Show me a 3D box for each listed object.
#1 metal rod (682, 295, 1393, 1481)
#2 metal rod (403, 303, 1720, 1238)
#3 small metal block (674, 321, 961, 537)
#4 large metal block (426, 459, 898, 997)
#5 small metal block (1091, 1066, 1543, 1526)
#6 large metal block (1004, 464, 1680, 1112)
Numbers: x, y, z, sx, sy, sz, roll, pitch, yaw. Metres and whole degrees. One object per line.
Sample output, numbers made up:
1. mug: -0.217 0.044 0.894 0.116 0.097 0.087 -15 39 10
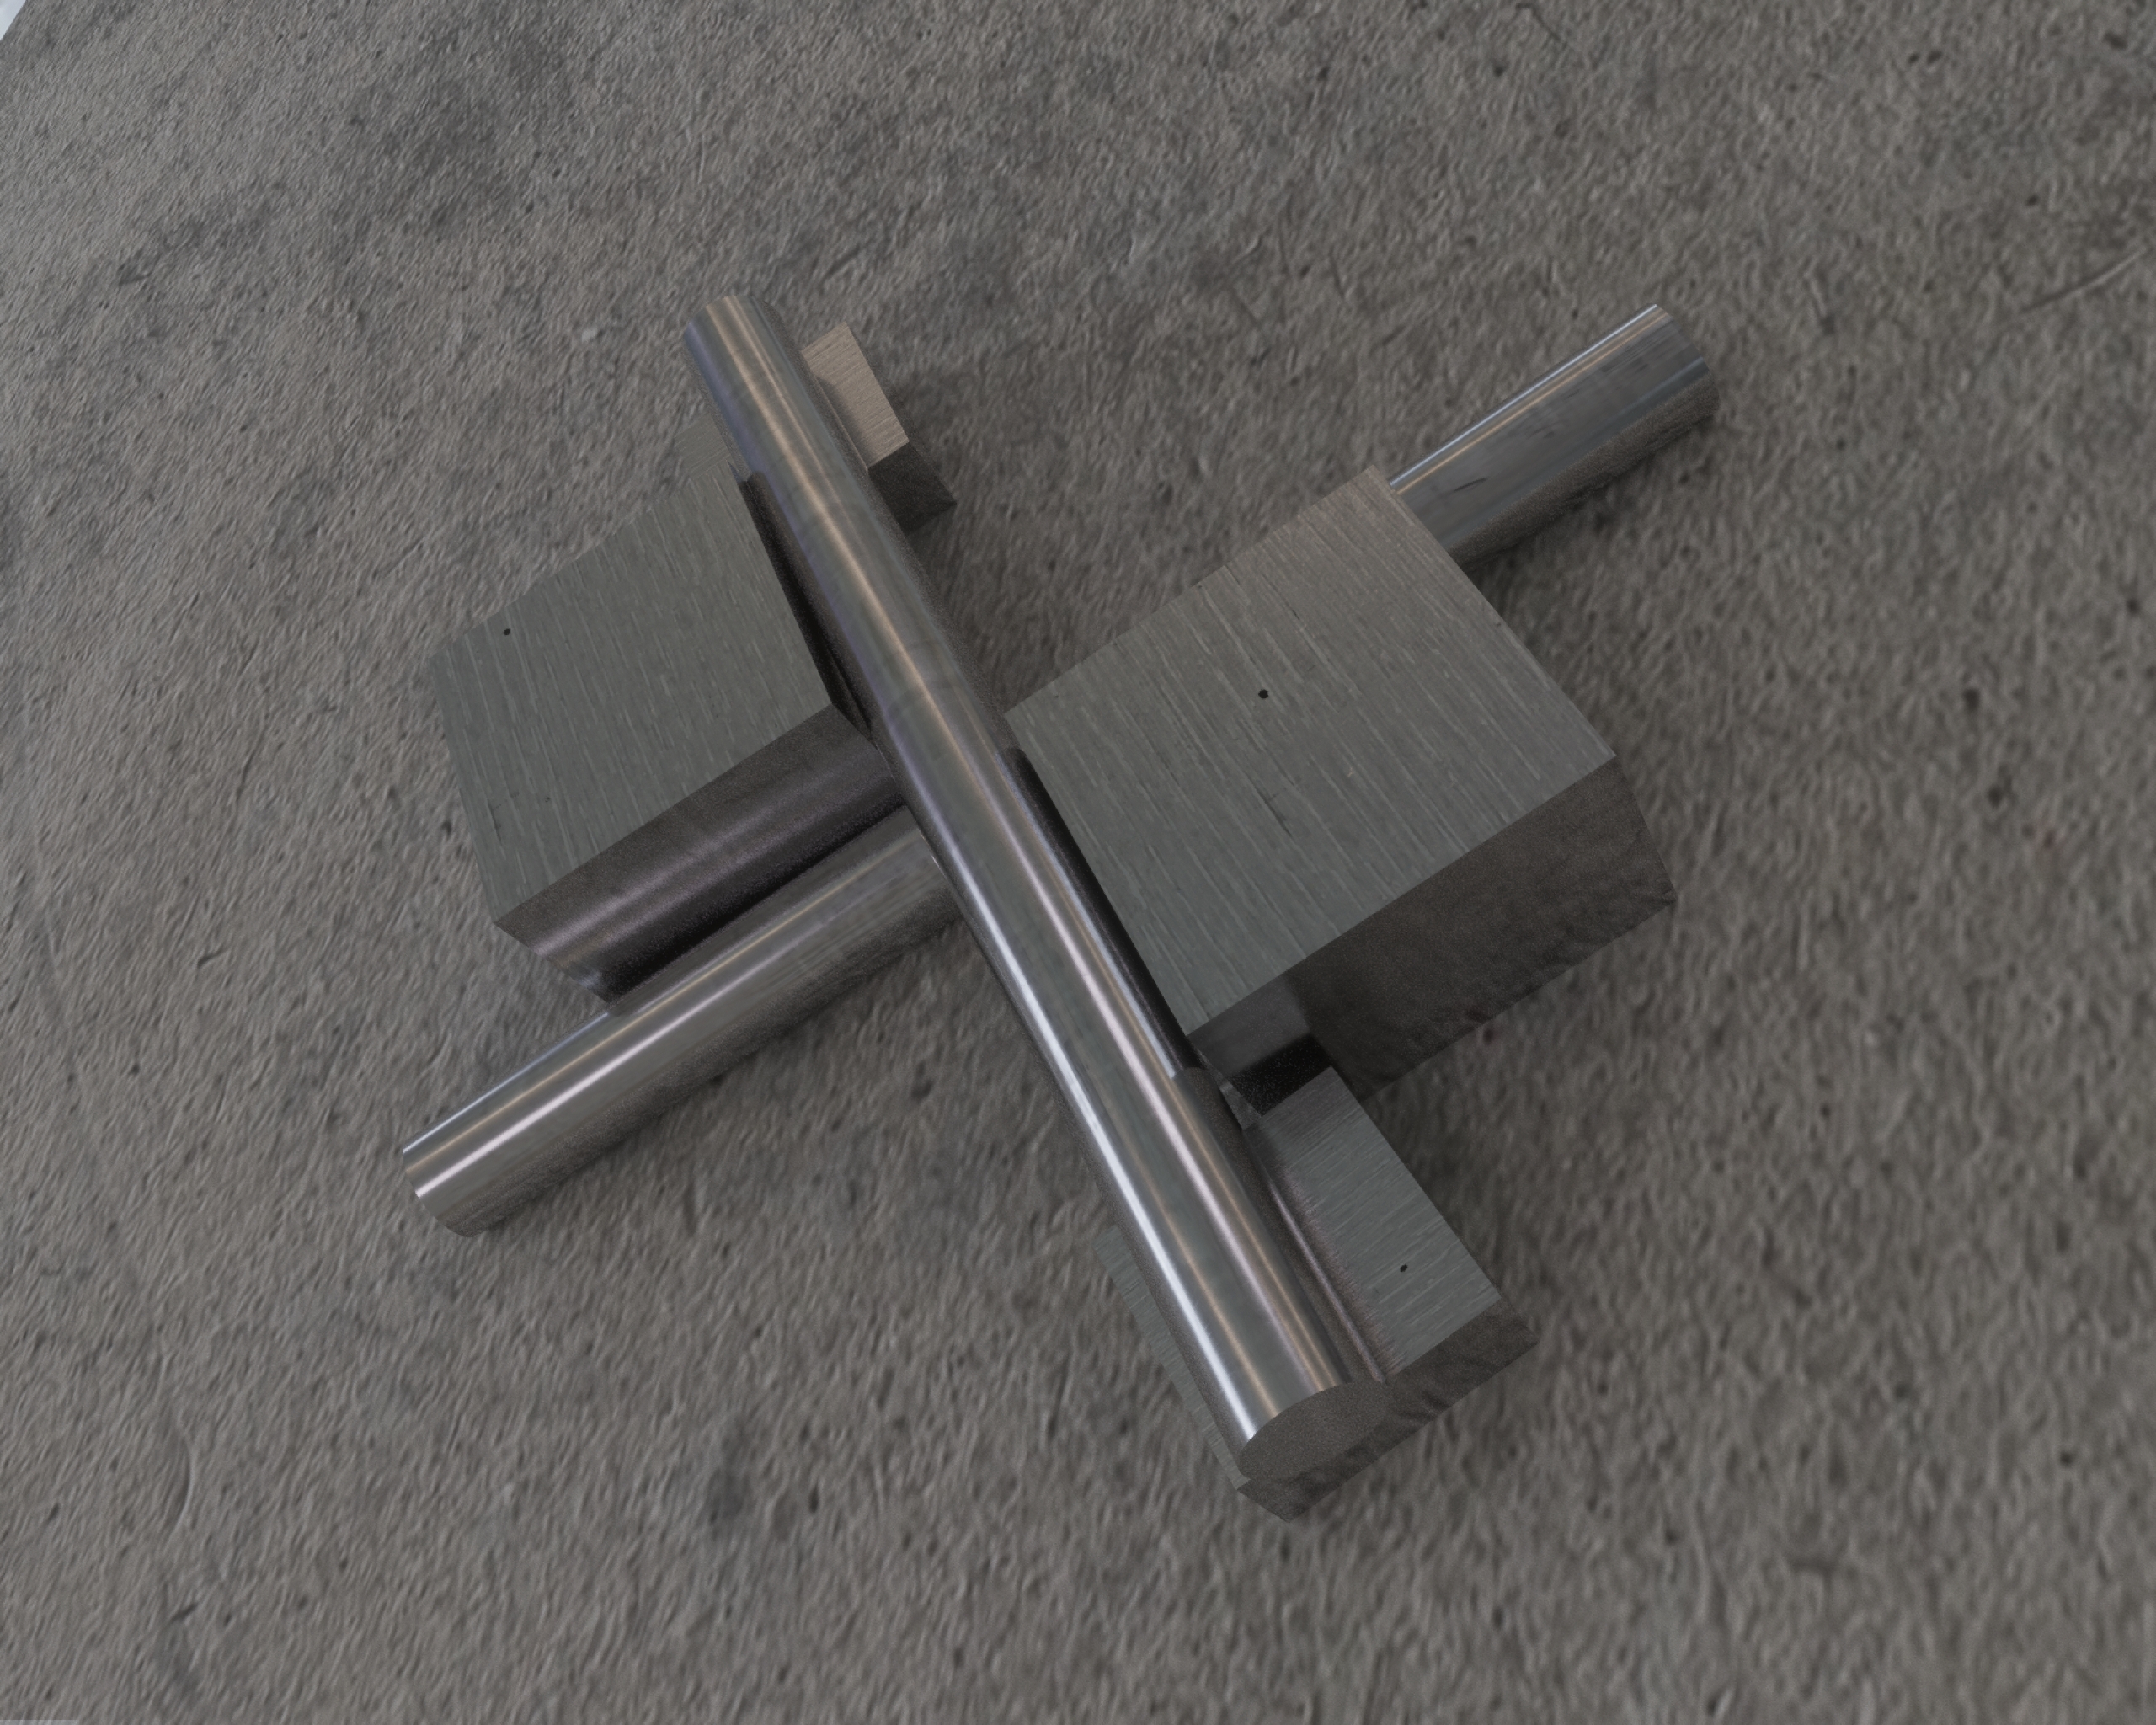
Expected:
1. metal rod: -0.023 -0.020 0.396 0.025 0.025 0.300 -34 51 6
2. metal rod: -0.007 -0.015 0.419 0.300 0.025 0.025 -34 52 6
3. small metal block: -0.063 -0.093 0.496 0.050 0.025 0.050 -32 52 7
4. large metal block: -0.084 -0.026 0.447 0.080 0.050 0.080 -32 52 7
5. small metal block: 0.038 0.071 0.343 0.050 0.025 0.050 -37 51 3
6. large metal block: 0.046 -0.010 0.371 0.080 0.050 0.080 -34 51 6
